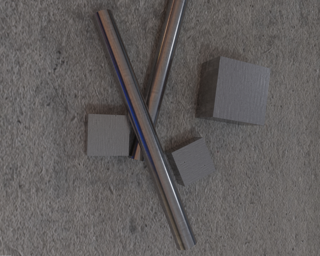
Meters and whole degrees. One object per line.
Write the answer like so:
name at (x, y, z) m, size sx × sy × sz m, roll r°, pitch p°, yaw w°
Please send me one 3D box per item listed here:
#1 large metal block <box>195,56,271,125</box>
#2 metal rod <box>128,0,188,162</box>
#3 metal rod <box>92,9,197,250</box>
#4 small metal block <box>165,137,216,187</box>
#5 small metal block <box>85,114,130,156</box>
large metal block at (0.102, -0.048, 0.435) m, size 0.081 × 0.050 × 0.080 m, roll 8°, pitch 87°, yaw -20°
metal rod at (0.008, -0.103, 0.412) m, size 0.025 × 0.025 × 0.299 m, roll 16°, pitch 84°, yaw -20°
metal rod at (-0.019, 0.002, 0.376) m, size 0.025 × 0.025 × 0.299 m, roll -20°, pitch 89°, yaw -19°
small metal block at (0.042, 0.045, 0.426) m, size 0.050 × 0.025 × 0.050 m, roll -25°, pitch 99°, yaw -19°
small metal block at (-0.066, 0.009, 0.385) m, size 0.050 × 0.025 × 0.050 m, roll 2°, pitch 90°, yaw -21°
